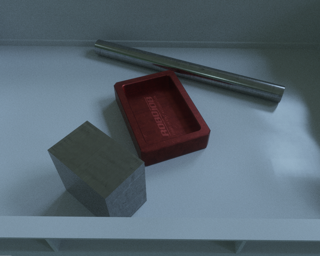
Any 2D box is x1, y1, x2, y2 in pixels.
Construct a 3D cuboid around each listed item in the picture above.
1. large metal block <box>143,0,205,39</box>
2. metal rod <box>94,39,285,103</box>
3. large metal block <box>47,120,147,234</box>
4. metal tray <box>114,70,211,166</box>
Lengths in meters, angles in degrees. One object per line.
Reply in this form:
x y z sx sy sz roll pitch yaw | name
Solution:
0.027 -0.220 0.576 0.080 0.050 0.080 34 58 25 | large metal block
0.037 -0.092 0.482 0.301 0.025 0.025 17 52 13 | metal rod
-0.062 0.052 0.325 0.080 0.080 0.050 33 57 24 | large metal block
-0.001 -0.019 0.417 0.091 0.030 0.130 -16 52 -13 | metal tray
